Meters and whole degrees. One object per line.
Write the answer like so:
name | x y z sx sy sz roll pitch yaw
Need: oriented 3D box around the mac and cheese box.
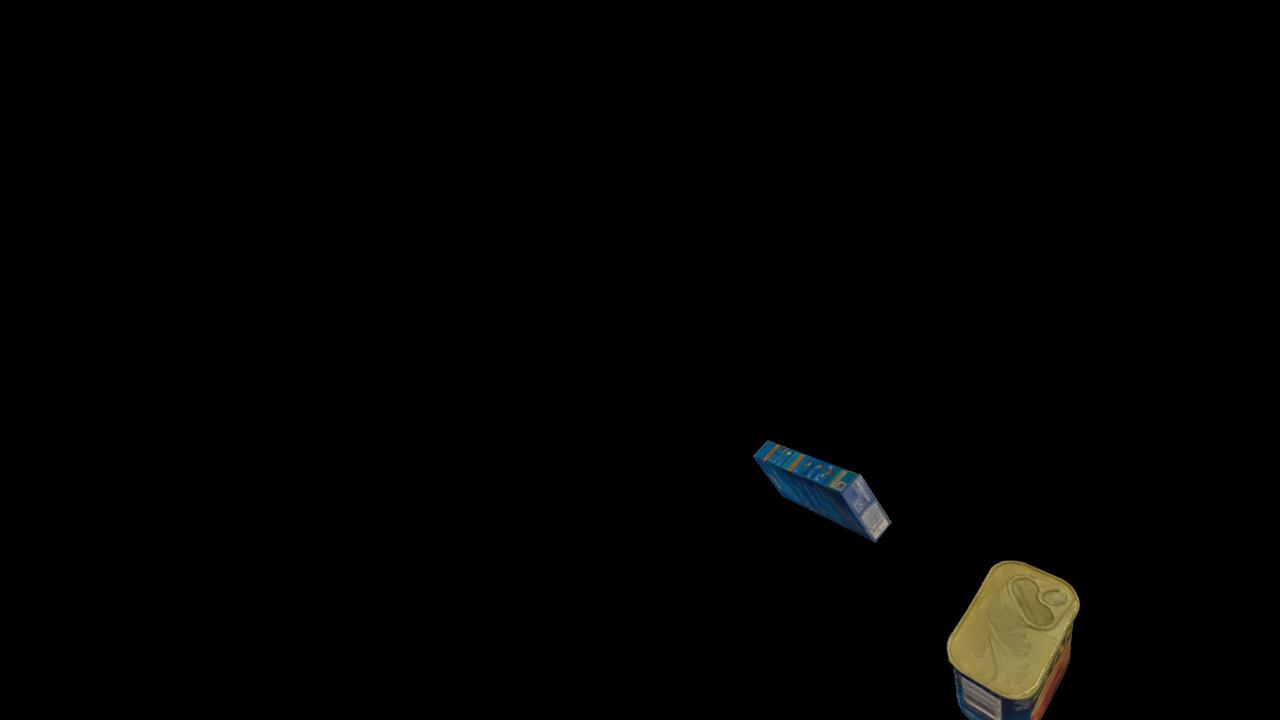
mac and cheese box | 0.236 0.169 0.817 0.041 0.093 0.184 -44 21 -13

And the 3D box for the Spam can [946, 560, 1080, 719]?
Spam can | 0.273 0.215 0.452 0.101 0.085 0.058 -41 38 -23
